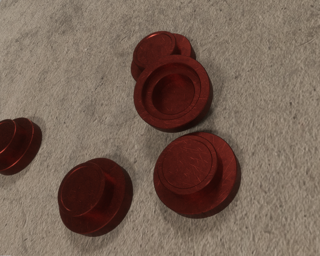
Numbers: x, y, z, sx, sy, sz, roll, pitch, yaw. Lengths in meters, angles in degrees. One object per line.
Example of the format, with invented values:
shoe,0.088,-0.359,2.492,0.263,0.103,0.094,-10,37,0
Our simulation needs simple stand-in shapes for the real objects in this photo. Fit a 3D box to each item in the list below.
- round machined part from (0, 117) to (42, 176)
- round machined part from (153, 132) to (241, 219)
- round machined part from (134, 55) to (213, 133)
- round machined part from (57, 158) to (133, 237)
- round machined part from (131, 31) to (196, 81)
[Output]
round machined part,-0.246,0.024,0.504,0.098,0.042,0.098,-13,56,20
round machined part,0.036,0.047,0.344,0.098,0.042,0.098,-13,56,20
round machined part,0.019,-0.041,0.397,0.098,0.042,0.098,-6,72,19
round machined part,-0.087,0.082,0.387,0.098,0.042,0.098,-13,56,20
round machined part,-0.001,-0.103,0.455,0.098,0.042,0.098,-13,56,20
